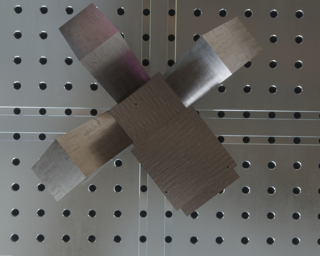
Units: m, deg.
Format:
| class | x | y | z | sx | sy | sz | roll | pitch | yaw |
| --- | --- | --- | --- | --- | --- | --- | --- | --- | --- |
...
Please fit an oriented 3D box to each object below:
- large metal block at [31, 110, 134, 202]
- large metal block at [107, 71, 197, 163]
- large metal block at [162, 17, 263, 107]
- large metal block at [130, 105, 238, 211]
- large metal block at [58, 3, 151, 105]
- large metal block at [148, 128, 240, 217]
| class | x | y | z | sx | sy | sz | roll | pitch | yaw |
| --- | --- | --- | --- | --- | --- | --- | --- | --- | --- |
| large metal block | -0.092 | 0.033 | 0.370 | 0.050 | 0.080 | 0.080 | 52 | 132 | 1 |
| large metal block | -0.008 | -0.013 | 0.401 | 0.080 | 0.050 | 0.080 | -38 | 90 | 0 |
| large metal block | 0.062 | -0.077 | 0.371 | 0.050 | 0.080 | 0.080 | 52 | 50 | 0 |
| large metal block | 0.025 | 0.031 | 0.350 | 0.080 | 0.050 | 0.080 | -37 | 91 | -1 |
| large metal block | -0.065 | -0.088 | 0.370 | 0.050 | 0.080 | 0.080 | -38 | 51 | 0 |
| large metal block | 0.041 | 0.052 | 0.400 | 0.080 | 0.050 | 0.080 | -37 | 89 | -1 |
